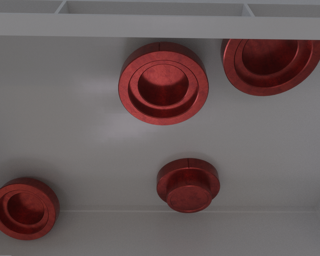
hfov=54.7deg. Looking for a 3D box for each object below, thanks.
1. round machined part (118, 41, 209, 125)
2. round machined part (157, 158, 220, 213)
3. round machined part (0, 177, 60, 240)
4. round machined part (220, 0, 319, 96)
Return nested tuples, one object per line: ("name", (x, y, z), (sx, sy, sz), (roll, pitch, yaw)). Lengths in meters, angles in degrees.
("round machined part", (0.004, -0.053, 0.352), (0.099, 0.042, 0.097), (0, 130, 0))
("round machined part", (0.044, 0.095, 0.479), (0.099, 0.042, 0.097), (0, 130, 0))
("round machined part", (-0.205, 0.121, 0.484), (0.099, 0.042, 0.097), (0, 106, 0))
("round machined part", (0.113, -0.085, 0.326), (0.099, 0.042, 0.097), (0, 130, 0))
